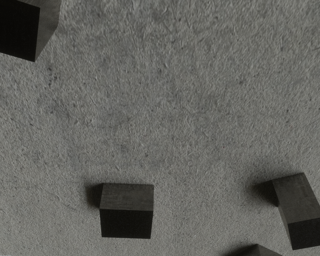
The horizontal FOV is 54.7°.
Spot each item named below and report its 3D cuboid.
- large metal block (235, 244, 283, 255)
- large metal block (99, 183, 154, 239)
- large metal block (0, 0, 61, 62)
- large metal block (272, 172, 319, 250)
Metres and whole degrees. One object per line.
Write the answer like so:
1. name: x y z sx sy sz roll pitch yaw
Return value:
1. large metal block: 0.204 0.292 0.641 0.080 0.050 0.080 31 124 -24
2. large metal block: -0.053 0.136 0.506 0.081 0.050 0.079 3 130 -3
3. large metal block: -0.139 -0.111 0.275 0.081 0.080 0.050 15 129 -13
4. large metal block: 0.216 0.130 0.484 0.050 0.080 0.080 -16 128 13
